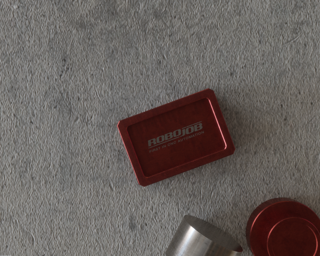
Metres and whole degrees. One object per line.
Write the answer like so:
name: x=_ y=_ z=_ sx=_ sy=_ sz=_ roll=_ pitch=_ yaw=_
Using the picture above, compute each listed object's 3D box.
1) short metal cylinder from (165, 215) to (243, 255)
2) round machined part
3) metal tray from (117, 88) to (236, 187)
short metal cylinder: x=0.054 y=0.151 z=0.383 sx=0.080 sy=0.080 sz=0.050 roll=27 pitch=90 yaw=0
round machined part: x=0.166 y=0.144 z=0.403 sx=0.099 sy=0.042 sz=0.097 roll=0 pitch=90 yaw=0
metal tray: x=0.021 y=0.012 z=0.407 sx=0.131 sy=0.030 sz=0.090 roll=-20 pitch=90 yaw=0
